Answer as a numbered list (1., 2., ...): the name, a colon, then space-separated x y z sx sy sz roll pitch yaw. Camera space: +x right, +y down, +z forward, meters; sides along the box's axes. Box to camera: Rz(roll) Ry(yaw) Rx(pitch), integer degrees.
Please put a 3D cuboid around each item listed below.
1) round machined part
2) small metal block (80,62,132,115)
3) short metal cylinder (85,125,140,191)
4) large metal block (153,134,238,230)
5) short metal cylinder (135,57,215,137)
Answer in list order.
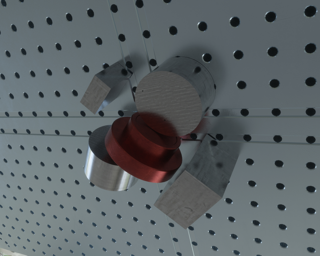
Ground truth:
1. round machined part: -0.014 0.017 0.381 0.098 0.098 0.042 35 117 4
2. small metal block: -0.069 -0.051 0.398 0.025 0.050 0.050 41 129 0
3. short metal cylinder: -0.061 0.040 0.431 0.080 0.080 0.050 27 128 10
4. large metal block: 0.046 0.067 0.392 0.050 0.080 0.080 37 129 3
5. short metal cylinder: 0.018 -0.037 0.361 0.080 0.050 0.079 13 124 20
